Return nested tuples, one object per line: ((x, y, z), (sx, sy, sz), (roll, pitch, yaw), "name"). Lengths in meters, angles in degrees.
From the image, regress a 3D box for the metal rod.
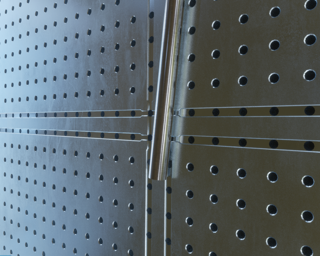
((0.012, -0.082, 0.400), (0.025, 0.025, 0.298), (10, 96, 40), "metal rod")
